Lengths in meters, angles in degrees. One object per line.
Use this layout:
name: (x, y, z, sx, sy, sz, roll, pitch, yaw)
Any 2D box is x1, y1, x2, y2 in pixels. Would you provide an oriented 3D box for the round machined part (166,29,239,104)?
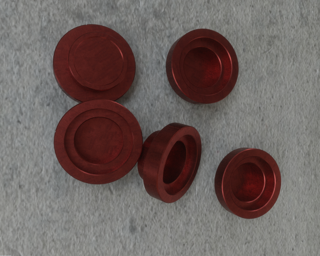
round machined part: (0.053, -0.080, 0.421, 0.099, 0.042, 0.097, 0, 90, -21)

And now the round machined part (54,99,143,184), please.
round machined part: (-0.073, 0.014, 0.369, 0.099, 0.042, 0.097, -1, 95, -13)

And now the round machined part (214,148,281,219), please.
round machined part: (0.121, 0.077, 0.447, 0.099, 0.042, 0.097, 0, 90, -21)

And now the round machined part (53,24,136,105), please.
round machined part: (-0.076, -0.077, 0.372, 0.099, 0.042, 0.097, 0, 90, -20)

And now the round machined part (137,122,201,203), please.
round machined part: (0.009, 0.040, 0.388, 0.099, 0.042, 0.097, -27, 125, -48)
